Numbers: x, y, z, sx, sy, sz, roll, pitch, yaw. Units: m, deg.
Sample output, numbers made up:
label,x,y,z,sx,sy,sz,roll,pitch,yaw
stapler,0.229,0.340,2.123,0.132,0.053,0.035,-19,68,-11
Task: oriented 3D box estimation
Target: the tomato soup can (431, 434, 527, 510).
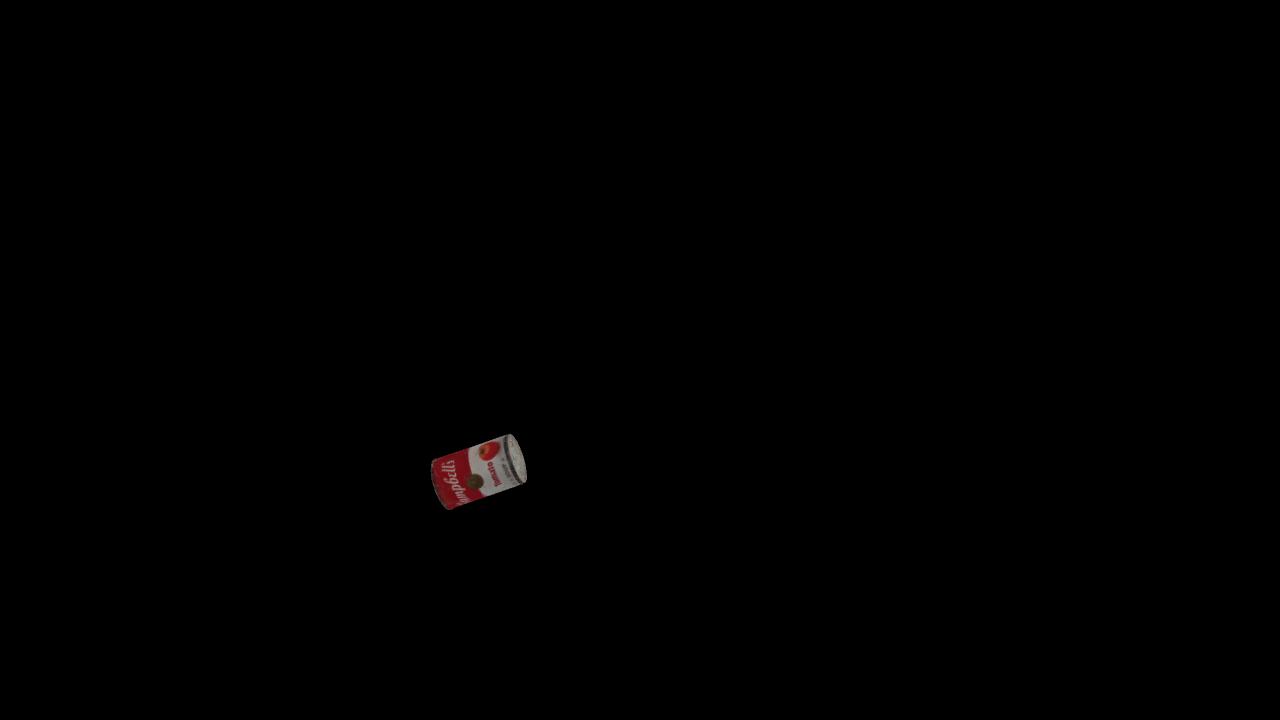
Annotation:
label,x,y,z,sx,sy,sz,roll,pitch,yaw
tomato soup can,-0.201,0.140,0.776,0.101,0.068,0.068,-19,0,-1
